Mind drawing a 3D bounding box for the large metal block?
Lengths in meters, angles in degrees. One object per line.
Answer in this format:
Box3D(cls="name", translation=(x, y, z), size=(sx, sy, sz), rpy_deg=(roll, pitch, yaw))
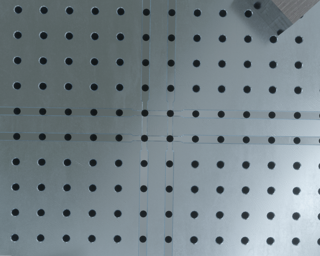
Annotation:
Box3D(cls="large metal block", translation=(0.165, -0.183, 0.402), size=(0.080, 0.050, 0.080), rpy_deg=(-42, 90, 0))
